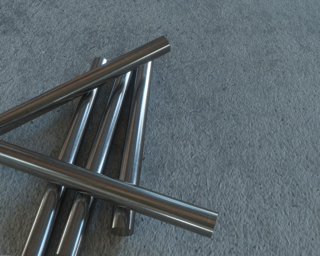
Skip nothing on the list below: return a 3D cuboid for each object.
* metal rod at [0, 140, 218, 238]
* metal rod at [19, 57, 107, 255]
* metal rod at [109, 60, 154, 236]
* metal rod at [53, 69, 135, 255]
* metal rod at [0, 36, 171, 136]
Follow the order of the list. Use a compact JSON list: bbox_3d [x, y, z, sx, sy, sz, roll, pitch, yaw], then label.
[{"bbox_3d":[-0.090,0.052,0.324,0.301,0.025,0.025,16,52,12],"label":"metal rod"},{"bbox_3d":[-0.107,0.013,0.390,0.025,0.025,0.300,5,50,3],"label":"metal rod"},{"bbox_3d":[-0.030,-0.009,0.410,0.025,0.025,0.300,3,50,2],"label":"metal rod"},{"bbox_3d":[-0.069,0.011,0.392,0.025,0.025,0.300,6,50,5],"label":"metal rod"},{"bbox_3d":[-0.121,-0.049,0.413,0.302,0.025,0.025,-29,56,-12],"label":"metal rod"}]
